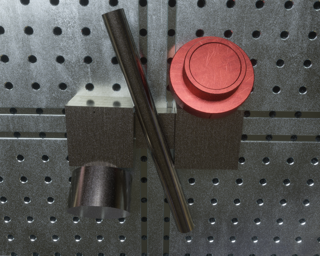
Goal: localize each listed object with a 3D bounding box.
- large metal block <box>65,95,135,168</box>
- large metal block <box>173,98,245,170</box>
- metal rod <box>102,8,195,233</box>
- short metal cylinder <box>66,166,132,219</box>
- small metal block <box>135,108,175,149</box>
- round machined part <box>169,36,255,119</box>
[{"bbox_3d":[-0.073,0.003,0.401,0.081,0.050,0.079,2,110,-1],"label":"large metal block"},{"bbox_3d":[0.059,0.007,0.404,0.081,0.050,0.079,1,110,-1],"label":"large metal block"},{"bbox_3d":[-0.008,0.006,0.388,0.025,0.025,0.298,-16,110,6],"label":"metal rod"},{"bbox_3d":[-0.078,0.087,0.408,0.080,0.050,0.080,1,153,1],"label":"short metal cylinder"},{"bbox_3d":[-0.006,0.000,0.414,0.050,0.025,0.050,1,110,-1],"label":"small metal block"},{"bbox_3d":[0.060,-0.063,0.355,0.099,0.042,0.098,0,75,-1],"label":"round machined part"}]
